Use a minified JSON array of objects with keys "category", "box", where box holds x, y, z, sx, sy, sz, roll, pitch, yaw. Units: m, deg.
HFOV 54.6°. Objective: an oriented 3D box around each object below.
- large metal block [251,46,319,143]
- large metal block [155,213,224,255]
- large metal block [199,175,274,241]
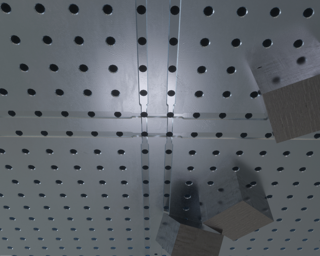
[{"category":"large metal block","box":[0.163,-0.037,0.364,0.080,0.050,0.080,-19,128,15]},{"category":"large metal block","box":[0.048,0.187,0.527,0.080,0.050,0.080,20,171,-16]},{"category":"large metal block","box":[0.123,0.133,0.509,0.080,0.050,0.080,35,122,-26]}]
